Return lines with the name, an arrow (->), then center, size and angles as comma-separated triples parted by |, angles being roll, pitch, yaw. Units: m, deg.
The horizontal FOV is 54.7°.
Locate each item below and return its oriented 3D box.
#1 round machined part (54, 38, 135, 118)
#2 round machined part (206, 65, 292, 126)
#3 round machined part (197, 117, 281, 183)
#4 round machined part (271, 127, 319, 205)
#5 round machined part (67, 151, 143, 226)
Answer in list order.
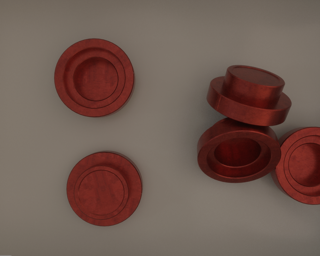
round machined part -> -0.081, -0.062, 0.402 | 0.099, 0.042, 0.097 | 0, 90, -1
round machined part -> 0.109, -0.045, 0.373 | 0.099, 0.098, 0.042 | 11, 119, -1
round machined part -> 0.096, 0.023, 0.387 | 0.099, 0.042, 0.097 | 2, 134, 2
round machined part -> 0.192, 0.047, 0.406 | 0.099, 0.042, 0.097 | 0, 90, -1
round machined part -> -0.072, 0.080, 0.402 | 0.099, 0.042, 0.097 | 0, 90, -1
